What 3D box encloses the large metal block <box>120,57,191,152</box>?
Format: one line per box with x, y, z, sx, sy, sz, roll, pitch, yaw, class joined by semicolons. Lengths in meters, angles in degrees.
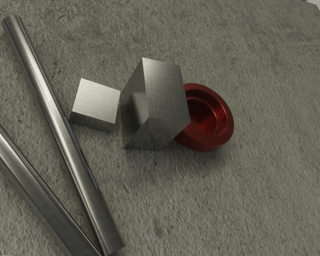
-0.010;-0.025;0.380;0.050;0.080;0.080;7;59;-25;large metal block

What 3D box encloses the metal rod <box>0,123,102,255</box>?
-0.112;0.072;0.299;0.025;0.025;0.300;-35;82;-39;metal rod

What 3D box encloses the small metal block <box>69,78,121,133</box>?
-0.080;-0.027;0.378;0.050;0.025;0.050;17;55;-19;small metal block

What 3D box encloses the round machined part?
0.049;-0.010;0.428;0.099;0.042;0.098;14;56;-21;round machined part

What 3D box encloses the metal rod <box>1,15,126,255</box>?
-0.114;-0.004;0.345;0.025;0.025;0.299;-18;71;-35;metal rod
